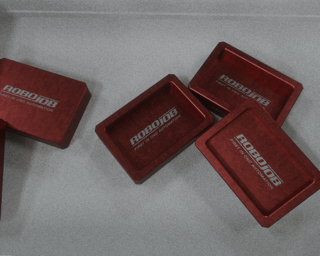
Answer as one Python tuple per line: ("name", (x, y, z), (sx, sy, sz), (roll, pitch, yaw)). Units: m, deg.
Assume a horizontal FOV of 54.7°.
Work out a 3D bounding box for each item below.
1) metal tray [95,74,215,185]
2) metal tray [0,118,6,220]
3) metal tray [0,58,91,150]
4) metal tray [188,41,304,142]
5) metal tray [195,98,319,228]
("metal tray", (-0.006, -0.001, 0.407), (0.131, 0.030, 0.090), (-37, 75, -13))
("metal tray", (-0.239, 0.051, 0.368), (0.091, 0.030, 0.129), (1, 85, 0))
("metal tray", (-0.171, -0.034, 0.417), (0.131, 0.030, 0.090), (18, 71, 6))
("metal tray", (0.115, -0.051, 0.427), (0.130, 0.030, 0.090), (32, 73, 11))
("metal tray", (0.117, 0.040, 0.374), (0.090, 0.030, 0.130), (-39, 80, 4))
